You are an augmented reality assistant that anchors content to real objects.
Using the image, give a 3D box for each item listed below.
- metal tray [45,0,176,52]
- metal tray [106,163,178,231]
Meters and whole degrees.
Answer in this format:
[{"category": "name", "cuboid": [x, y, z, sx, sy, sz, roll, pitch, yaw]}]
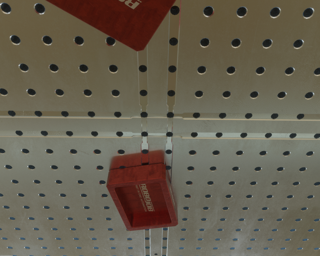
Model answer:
[{"category": "metal tray", "cuboid": [-0.051, -0.142, 0.287, 0.131, 0.030, 0.090, 26, 126, -20]}, {"category": "metal tray", "cuboid": [-0.025, 0.116, 0.506, 0.090, 0.030, 0.129, -8, 130, 7]}]
